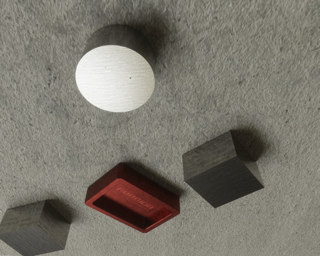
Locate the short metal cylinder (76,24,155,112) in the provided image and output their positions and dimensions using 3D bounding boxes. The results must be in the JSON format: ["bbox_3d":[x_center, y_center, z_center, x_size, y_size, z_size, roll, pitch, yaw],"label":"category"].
[{"bbox_3d":[-0.046,-0.064,0.336,0.081,0.050,0.079,0,130,0],"label":"short metal cylinder"}]

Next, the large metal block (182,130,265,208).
[{"bbox_3d":[0.089,0.061,0.444,0.080,0.050,0.080,-30,124,23],"label":"large metal block"}]

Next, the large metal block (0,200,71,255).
[{"bbox_3d":[-0.217,0.176,0.539,0.080,0.050,0.080,-16,129,13],"label":"large metal block"}]

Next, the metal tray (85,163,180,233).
[{"bbox_3d":[-0.042,0.118,0.503,0.130,0.030,0.090,36,121,-27],"label":"metal tray"}]
